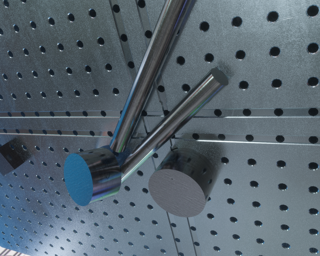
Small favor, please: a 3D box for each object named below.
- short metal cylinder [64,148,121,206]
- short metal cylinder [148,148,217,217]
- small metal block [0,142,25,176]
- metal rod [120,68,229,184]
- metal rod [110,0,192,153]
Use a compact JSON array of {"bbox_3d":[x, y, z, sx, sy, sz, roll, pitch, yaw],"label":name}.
[{"bbox_3d":[-0.104,0.074,0.476,0.080,0.050,0.079,9,104,43],"label":"short metal cylinder"},{"bbox_3d":[0.031,0.075,0.425,0.080,0.050,0.079,13,124,21],"label":"short metal cylinder"},{"bbox_3d":[-0.304,0.062,0.610,0.050,0.025,0.050,-25,105,37],"label":"small metal block"},{"bbox_3d":[-0.016,0.026,0.435,0.025,0.025,0.298,43,129,-2],"label":"metal rod"},{"bbox_3d":[-0.009,-0.077,0.368,0.025,0.025,0.298,33,129,7],"label":"metal rod"}]
